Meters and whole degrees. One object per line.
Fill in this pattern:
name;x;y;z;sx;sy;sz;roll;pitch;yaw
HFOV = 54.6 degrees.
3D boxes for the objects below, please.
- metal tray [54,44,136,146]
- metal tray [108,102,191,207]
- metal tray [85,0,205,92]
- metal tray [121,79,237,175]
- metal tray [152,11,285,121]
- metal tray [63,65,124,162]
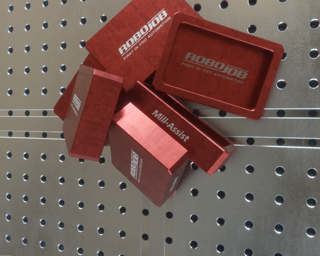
metal tray;-0.081;-0.048;0.439;0.090;0.030;0.130;40;103;14
metal tray;-0.018;0.037;0.368;0.090;0.129;0.030;40;64;15
metal tray;-0.017;-0.114;0.397;0.130;0.030;0.090;-42;80;0
metal tray;0.026;-0.003;0.368;0.130;0.090;0.030;40;103;15
metal tray;0.065;-0.070;0.361;0.131;0.030;0.090;17;96;-4
metal tray;-0.084;-0.024;0.362;0.030;0.130;0.090;16;97;-23
